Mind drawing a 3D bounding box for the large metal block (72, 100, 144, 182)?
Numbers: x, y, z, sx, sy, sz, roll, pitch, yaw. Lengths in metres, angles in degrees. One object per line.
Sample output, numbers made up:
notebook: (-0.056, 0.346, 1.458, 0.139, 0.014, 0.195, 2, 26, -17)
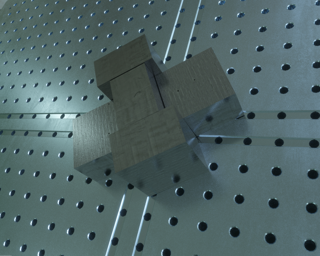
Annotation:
large metal block: (-0.069, 0.016, 0.421, 0.080, 0.050, 0.080, -24, 53, 14)

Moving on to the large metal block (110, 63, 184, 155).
large metal block: (-0.016, -0.020, 0.394, 0.050, 0.080, 0.080, -26, 53, 13)

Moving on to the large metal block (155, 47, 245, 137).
large metal block: (0.049, -0.042, 0.392, 0.080, 0.050, 0.080, -26, 55, 12)

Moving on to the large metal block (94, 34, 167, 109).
large metal block: (-0.033, -0.070, 0.433, 0.080, 0.080, 0.050, -25, 52, 13)

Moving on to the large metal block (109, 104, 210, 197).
large metal block: (0.001, 0.029, 0.355, 0.080, 0.080, 0.050, -25, 53, 12)
